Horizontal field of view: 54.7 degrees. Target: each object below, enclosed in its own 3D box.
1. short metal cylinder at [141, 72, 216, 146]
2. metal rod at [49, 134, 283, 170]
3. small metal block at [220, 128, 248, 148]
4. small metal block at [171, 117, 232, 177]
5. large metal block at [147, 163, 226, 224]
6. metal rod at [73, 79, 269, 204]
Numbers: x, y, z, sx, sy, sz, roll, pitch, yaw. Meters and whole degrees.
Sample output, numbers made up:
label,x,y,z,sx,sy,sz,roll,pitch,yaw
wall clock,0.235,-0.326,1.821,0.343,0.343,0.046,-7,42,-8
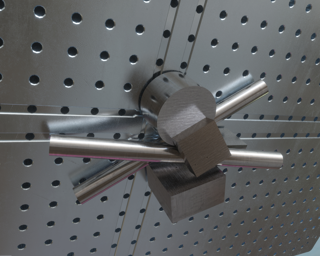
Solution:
label,x,y,z,sx,sy,sz,roll,pitch,yaw
short metal cylinder,0.022,-0.024,0.388,0.081,0.050,0.079,-14,123,-21
metal rod,0.020,0.032,0.392,0.302,0.025,0.025,5,117,-16
small metal block,0.089,0.023,0.454,0.050,0.050,0.025,0,118,-28
small metal block,0.050,0.022,0.372,0.050,0.025,0.050,-31,106,-8
large metal block,0.034,0.074,0.435,0.081,0.080,0.050,-17,125,-19
metal rod,0.021,0.014,0.428,0.301,0.025,0.025,-30,129,-9
